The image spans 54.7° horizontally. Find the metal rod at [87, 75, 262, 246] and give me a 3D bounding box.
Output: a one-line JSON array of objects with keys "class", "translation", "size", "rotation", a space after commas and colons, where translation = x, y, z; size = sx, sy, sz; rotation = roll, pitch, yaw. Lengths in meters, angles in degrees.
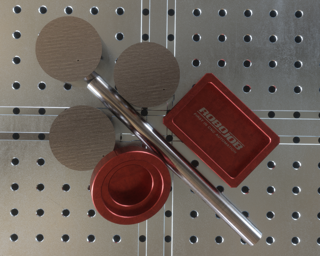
[{"class": "metal rod", "translation": [0.019, 0.043, 0.414], "size": [0.300, 0.025, 0.025], "rotation": [44, 90, 0]}]

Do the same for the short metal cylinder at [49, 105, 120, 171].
[{"class": "short metal cylinder", "translation": [-0.094, 0.012, 0.400], "size": [0.081, 0.050, 0.080], "rotation": [0, 90, 0]}]

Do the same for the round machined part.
[{"class": "round machined part", "translation": [-0.039, 0.069, 0.394], "size": [0.099, 0.042, 0.097], "rotation": [-5, 107, -18]}]

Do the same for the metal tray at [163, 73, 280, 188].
[{"class": "metal tray", "translation": [0.079, 0.003, 0.410], "size": [0.130, 0.030, 0.090], "rotation": [44, 90, 0]}]

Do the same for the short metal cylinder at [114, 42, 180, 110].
[{"class": "short metal cylinder", "translation": [-0.016, -0.065, 0.400], "size": [0.081, 0.050, 0.080], "rotation": [0, 90, 0]}]

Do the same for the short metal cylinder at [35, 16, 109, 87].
[{"class": "short metal cylinder", "translation": [-0.110, -0.096, 0.400], "size": [0.081, 0.050, 0.080], "rotation": [0, 90, 0]}]
